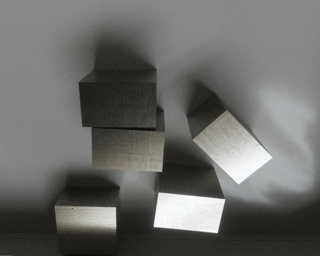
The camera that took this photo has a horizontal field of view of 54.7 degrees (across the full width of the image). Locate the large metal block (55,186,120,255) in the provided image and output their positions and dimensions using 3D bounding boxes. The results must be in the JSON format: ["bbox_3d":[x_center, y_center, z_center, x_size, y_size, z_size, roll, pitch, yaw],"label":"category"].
[{"bbox_3d":[-0.100,0.132,0.446,0.081,0.050,0.079,2,110,-1],"label":"large metal block"}]

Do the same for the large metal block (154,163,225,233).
[{"bbox_3d":[0.035,0.090,0.415,0.081,0.080,0.050,7,110,-3],"label":"large metal block"}]

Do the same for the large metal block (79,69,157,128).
[{"bbox_3d":[-0.044,-0.038,0.367,0.081,0.080,0.050,0,110,0],"label":"large metal block"}]

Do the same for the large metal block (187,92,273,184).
[{"bbox_3d":[0.082,0.010,0.386,0.050,0.080,0.080,-43,105,14],"label":"large metal block"}]

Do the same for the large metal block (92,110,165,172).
[{"bbox_3d":[-0.036,0.011,0.386,0.081,0.080,0.050,3,110,-1],"label":"large metal block"}]
